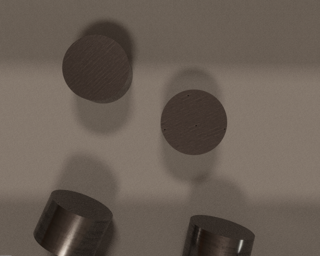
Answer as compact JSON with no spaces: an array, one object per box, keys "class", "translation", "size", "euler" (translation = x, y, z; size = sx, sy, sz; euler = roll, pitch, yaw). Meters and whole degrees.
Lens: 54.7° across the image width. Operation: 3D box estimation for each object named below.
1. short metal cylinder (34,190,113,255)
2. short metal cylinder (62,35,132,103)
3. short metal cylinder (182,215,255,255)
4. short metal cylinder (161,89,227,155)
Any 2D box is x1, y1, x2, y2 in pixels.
[{"class":"short metal cylinder","translation":[-0.106,0.117,0.383],"size":[0.080,0.080,0.050],"euler":[24,90,-1]},{"class":"short metal cylinder","translation":[-0.078,-0.073,0.398],"size":[0.081,0.050,0.079],"euler":[0,90,-1]},{"class":"short metal cylinder","translation":[0.072,0.147,0.385],"size":[0.080,0.080,0.050],"euler":[12,90,-1]},{"class":"short metal cylinder","translation":[0.041,-0.007,0.400],"size":[0.081,0.050,0.079],"euler":[0,90,-1]}]
